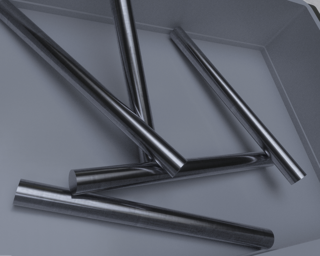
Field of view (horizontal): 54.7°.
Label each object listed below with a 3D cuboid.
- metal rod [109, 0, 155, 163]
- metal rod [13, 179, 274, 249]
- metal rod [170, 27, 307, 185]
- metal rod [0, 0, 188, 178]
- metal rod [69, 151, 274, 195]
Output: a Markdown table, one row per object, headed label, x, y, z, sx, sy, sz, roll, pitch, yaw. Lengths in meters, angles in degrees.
| label | x | y | z | sx | sy | sz | roll | pitch | yaw |
| --- | --- | --- | --- | --- | --- | --- | --- | --- | --- |
| metal rod | -0.038 | -0.102 | 0.366 | 0.025 | 0.025 | 0.298 | -13 | 95 | -34 |
| metal rod | 0.000 | 0.101 | 0.345 | 0.302 | 0.025 | 0.025 | 16 | 55 | -19 |
| metal rod | 0.109 | -0.045 | 0.473 | 0.025 | 0.025 | 0.299 | -21 | 67 | -36 |
| metal rod | -0.088 | -0.053 | 0.364 | 0.300 | 0.025 | 0.025 | 42 | 50 | 11 |
| metal rod | 0.041 | 0.049 | 0.384 | 0.303 | 0.025 | 0.025 | -1 | 63 | -34 |
